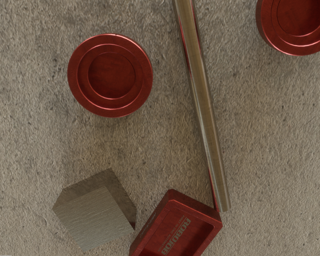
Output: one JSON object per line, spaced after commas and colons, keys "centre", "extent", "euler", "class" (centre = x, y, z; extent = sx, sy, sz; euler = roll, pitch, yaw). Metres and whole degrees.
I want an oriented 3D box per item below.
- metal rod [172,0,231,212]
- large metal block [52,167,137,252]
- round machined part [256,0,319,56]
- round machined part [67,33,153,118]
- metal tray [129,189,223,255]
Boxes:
{"centre": [0.058, -0.021, 0.403], "extent": [0.025, 0.025, 0.298], "euler": [-13, 110, 4], "class": "metal rod"}
{"centre": [-0.088, 0.115, 0.438], "extent": [0.080, 0.050, 0.080], "euler": [-25, 109, 8], "class": "large metal block"}
{"centre": [0.158, -0.135, 0.353], "extent": [0.099, 0.042, 0.097], "euler": [0, 110, -1], "class": "round machined part"}
{"centre": [-0.057, -0.065, 0.376], "extent": [0.099, 0.042, 0.097], "euler": [0, 110, -1], "class": "round machined part"}
{"centre": [0.022, 0.165, 0.468], "extent": [0.090, 0.030, 0.129], "euler": [28, 107, -10], "class": "metal tray"}
